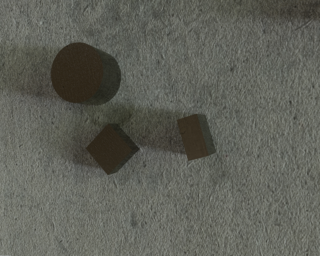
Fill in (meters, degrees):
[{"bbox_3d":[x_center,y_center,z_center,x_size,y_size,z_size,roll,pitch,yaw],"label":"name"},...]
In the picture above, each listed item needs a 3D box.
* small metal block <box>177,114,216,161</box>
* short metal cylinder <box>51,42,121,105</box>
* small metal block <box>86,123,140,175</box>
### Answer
[{"bbox_3d":[0.046,0.011,0.379,0.025,0.050,0.050,-17,84,19],"label":"small metal block"},{"bbox_3d":[-0.102,-0.073,0.430,0.080,0.050,0.079,0,90,19],"label":"short metal cylinder"},{"bbox_3d":[-0.066,0.029,0.431,0.050,0.025,0.050,-46,76,14],"label":"small metal block"}]
